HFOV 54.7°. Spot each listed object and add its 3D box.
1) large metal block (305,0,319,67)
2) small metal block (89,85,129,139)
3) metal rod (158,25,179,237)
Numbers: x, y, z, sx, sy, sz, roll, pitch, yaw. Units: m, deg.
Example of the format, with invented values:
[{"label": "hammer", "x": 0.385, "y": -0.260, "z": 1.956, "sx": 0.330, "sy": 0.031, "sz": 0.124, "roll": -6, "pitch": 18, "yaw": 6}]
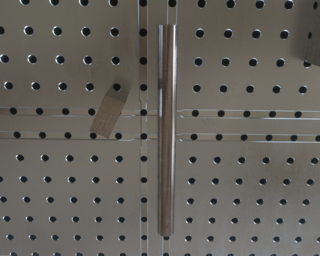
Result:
[{"label": "large metal block", "x": 0.228, "y": -0.113, "z": 0.361, "sx": 0.081, "sy": 0.050, "sz": 0.079, "roll": 1, "pitch": 110, "yaw": -1}, {"label": "small metal block", "x": -0.063, "y": -0.021, "z": 0.392, "sx": 0.025, "sy": 0.050, "sz": 0.050, "roll": 25, "pitch": 108, "yaw": -9}, {"label": "metal rod", "x": 0.009, "y": 0.017, "z": 0.419, "sx": 0.025, "sy": 0.025, "sz": 0.298, "roll": 0, "pitch": 110, "yaw": 0}]
